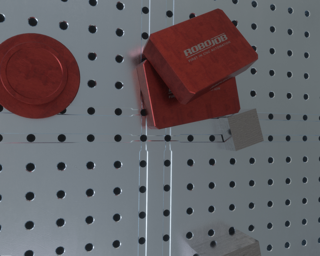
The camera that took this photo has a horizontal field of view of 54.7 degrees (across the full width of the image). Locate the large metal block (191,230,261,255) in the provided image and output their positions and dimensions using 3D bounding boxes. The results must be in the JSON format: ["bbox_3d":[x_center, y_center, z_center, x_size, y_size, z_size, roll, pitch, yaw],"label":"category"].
[{"bbox_3d":[0.097,0.201,0.436,0.081,0.050,0.080,-12,94,-20],"label":"large metal block"}]

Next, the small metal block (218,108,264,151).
[{"bbox_3d":[0.120,0.002,0.457,0.050,0.025,0.050,-17,96,-19],"label":"small metal block"}]

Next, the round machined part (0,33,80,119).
[{"bbox_3d":[-0.141,-0.059,0.352,0.099,0.042,0.097,0,90,-20],"label":"round machined part"}]

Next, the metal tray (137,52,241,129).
[{"bbox_3d":[0.041,-0.054,0.425,0.131,0.030,0.089,-12,94,-20],"label":"metal tray"}]

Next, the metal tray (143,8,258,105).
[{"bbox_3d":[0.055,-0.096,0.402,0.131,0.030,0.090,-31,81,-29],"label":"metal tray"}]
